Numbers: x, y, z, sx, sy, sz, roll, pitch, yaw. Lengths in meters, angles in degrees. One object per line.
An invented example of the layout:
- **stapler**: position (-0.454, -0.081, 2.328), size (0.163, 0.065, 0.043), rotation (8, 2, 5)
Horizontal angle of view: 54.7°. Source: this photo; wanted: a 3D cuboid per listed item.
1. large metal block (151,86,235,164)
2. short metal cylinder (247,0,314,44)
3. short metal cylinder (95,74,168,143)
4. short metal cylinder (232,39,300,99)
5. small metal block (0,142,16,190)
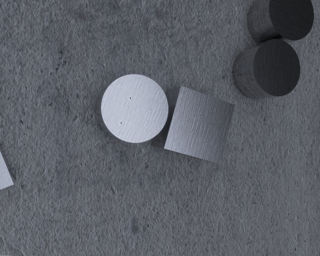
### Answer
- **large metal block**: position (0.043, -0.003, 0.412), size (0.081, 0.050, 0.080), rotation (17, 84, -19)
- **short metal cylinder**: position (0.179, -0.164, 0.461), size (0.081, 0.050, 0.079), rotation (0, 90, -20)
- **short metal cylinder**: position (-0.036, -0.023, 0.382), size (0.081, 0.050, 0.079), rotation (0, 90, -20)
- **short metal cylinder**: position (0.154, -0.084, 0.452), size (0.081, 0.050, 0.079), rotation (0, 90, -20)
- **small metal block**: position (-0.194, 0.047, 0.338), size (0.050, 0.025, 0.050), rotation (-21, 97, -19)
